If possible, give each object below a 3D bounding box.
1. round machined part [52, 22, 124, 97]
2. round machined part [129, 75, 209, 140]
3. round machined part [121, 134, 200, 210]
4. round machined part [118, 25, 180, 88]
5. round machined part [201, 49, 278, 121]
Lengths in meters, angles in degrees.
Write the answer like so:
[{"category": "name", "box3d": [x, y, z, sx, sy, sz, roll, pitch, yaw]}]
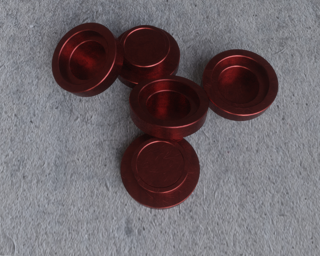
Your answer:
[{"category": "round machined part", "box3d": [-0.093, -0.088, 0.420, 0.098, 0.042, 0.098, -5, 76, 20]}, {"category": "round machined part", "box3d": [0.011, -0.022, 0.397, 0.099, 0.042, 0.098, 2, 47, -2]}, {"category": "round machined part", "box3d": [0.000, 0.049, 0.382, 0.099, 0.042, 0.098, 0, 70, -1]}, {"category": "round machined part", "box3d": [-0.020, -0.105, 0.438, 0.099, 0.042, 0.098, 0, 70, -1]}, {"category": "round machined part", "box3d": [0.105, -0.054, 0.421, 0.099, 0.042, 0.098, 0, 70, -1]}]
